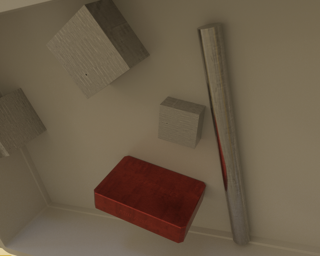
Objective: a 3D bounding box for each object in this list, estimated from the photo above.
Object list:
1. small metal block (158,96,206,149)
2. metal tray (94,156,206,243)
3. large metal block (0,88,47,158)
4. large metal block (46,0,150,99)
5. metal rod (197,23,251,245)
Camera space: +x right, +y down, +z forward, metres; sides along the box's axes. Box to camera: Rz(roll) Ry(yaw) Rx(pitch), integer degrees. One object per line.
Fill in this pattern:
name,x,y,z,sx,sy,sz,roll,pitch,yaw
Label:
small metal block,0.027,-0.007,0.389,0.050,0.025,0.050,16,125,18
metal tray,-0.013,0.093,0.429,0.130,0.090,0.030,17,125,17
large metal block,-0.245,-0.007,0.495,0.050,0.080,0.080,-13,112,33
large metal block,-0.074,-0.094,0.372,0.080,0.050,0.080,-27,104,37
metal rod,0.083,0.027,0.380,0.025,0.025,0.298,0,119,28
